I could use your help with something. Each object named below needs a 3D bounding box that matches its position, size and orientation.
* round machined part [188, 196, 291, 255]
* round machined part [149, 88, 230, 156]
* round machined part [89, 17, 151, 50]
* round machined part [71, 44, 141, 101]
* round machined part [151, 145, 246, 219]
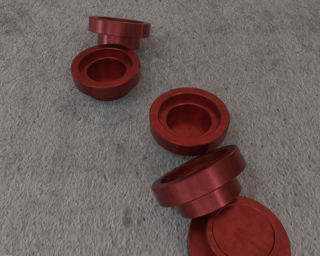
[{"bbox_3d":[0.077,0.109,0.301,0.099,0.042,0.098,0,50,0],"label":"round machined part"},{"bbox_3d":[0.036,-0.004,0.395,0.099,0.042,0.098,0,50,0],"label":"round machined part"},{"bbox_3d":[-0.066,-0.154,0.503,0.099,0.042,0.098,6,22,-2],"label":"round machined part"},{"bbox_3d":[-0.077,-0.078,0.457,0.099,0.042,0.098,0,50,0],"label":"round machined part"},{"bbox_3d":[0.044,0.058,0.320,0.099,0.098,0.042,-26,90,-21],"label":"round machined part"}]
